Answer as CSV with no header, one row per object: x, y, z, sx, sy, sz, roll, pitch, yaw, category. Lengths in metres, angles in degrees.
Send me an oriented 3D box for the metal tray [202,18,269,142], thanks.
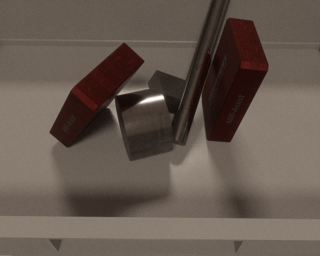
0.085,-0.055,0.382,0.030,0.129,0.090,5,50,-6,metal tray

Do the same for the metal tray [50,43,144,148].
-0.078,-0.034,0.367,0.030,0.129,0.090,43,56,-8,metal tray

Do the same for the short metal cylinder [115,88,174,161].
-0.020,-0.005,0.373,0.050,0.080,0.080,-13,52,-11,short metal cylinder

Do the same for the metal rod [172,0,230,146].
0.066,-0.121,0.418,0.025,0.025,0.299,16,79,12,metal rod

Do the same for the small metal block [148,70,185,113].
0.015,-0.049,0.432,0.050,0.025,0.050,14,43,-31,small metal block
